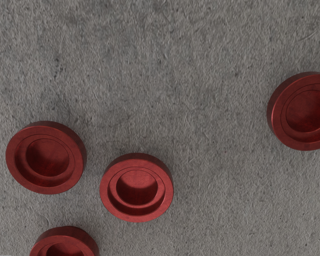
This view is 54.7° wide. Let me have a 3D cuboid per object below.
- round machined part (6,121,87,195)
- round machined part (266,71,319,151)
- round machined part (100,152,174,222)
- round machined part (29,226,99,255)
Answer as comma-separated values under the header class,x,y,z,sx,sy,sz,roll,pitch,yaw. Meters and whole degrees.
class,x,y,z,sx,sy,sz,roll,pitch,yaw
round machined part,-0.146,0.036,0.412,0.099,0.042,0.097,0,110,0
round machined part,0.184,-0.023,0.394,0.099,0.042,0.097,0,110,0
round machined part,-0.031,0.078,0.429,0.099,0.042,0.097,0,110,0
round machined part,-0.141,0.189,0.469,0.099,0.042,0.097,0,110,0
